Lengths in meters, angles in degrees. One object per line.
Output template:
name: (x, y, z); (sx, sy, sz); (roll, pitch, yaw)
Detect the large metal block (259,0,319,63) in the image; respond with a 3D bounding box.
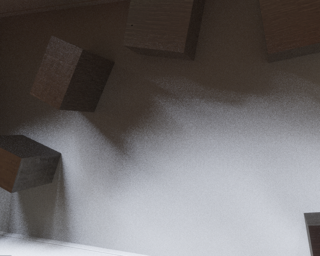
large metal block: (0.155, -0.124, 0.342); (0.080, 0.050, 0.080); (-9, 87, 19)

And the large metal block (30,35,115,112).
large metal block: (-0.116, -0.069, 0.422); (0.050, 0.080, 0.080); (27, 99, 18)

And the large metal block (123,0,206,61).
large metal block: (0.006, -0.135, 0.395); (0.080, 0.050, 0.080); (12, 94, 19)

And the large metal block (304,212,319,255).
large metal block: (0.203, 0.133, 0.325); (0.080, 0.050, 0.080); (-9, 87, 19)

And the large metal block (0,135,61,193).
large metal block: (-0.210, 0.048, 0.455); (0.080, 0.080, 0.050); (22, 97, 18)
